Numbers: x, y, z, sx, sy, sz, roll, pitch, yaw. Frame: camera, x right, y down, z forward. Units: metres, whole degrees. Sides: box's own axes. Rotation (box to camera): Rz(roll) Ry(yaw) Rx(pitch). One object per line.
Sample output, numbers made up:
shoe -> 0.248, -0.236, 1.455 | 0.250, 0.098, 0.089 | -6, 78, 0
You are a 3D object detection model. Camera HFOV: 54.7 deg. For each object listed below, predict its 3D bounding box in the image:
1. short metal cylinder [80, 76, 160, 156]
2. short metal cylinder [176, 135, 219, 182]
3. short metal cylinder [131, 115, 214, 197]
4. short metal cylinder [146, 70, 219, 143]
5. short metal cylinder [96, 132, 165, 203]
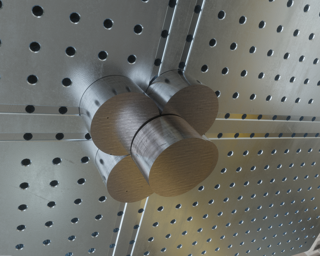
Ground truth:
short metal cylinder -> -0.047, -0.015, 0.360 | 0.081, 0.050, 0.079 | -14, 125, -21
short metal cylinder -> 0.035, 0.038, 0.439 | 0.081, 0.050, 0.079 | -14, 125, -21
short metal cylinder -> 0.014, 0.032, 0.357 | 0.081, 0.050, 0.079 | -15, 126, -21
short metal cylinder -> 0.026, -0.027, 0.393 | 0.081, 0.050, 0.079 | -14, 125, -21
short metal cylinder -> -0.038, 0.050, 0.406 | 0.081, 0.050, 0.079 | -14, 125, -21
